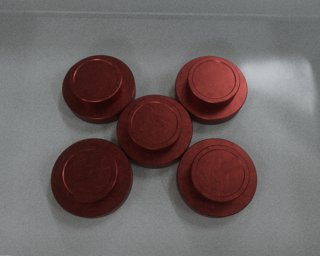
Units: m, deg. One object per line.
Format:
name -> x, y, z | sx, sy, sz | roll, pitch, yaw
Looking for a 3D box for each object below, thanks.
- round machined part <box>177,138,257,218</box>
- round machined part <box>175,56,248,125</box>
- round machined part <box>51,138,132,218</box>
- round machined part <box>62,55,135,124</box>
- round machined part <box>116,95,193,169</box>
round machined part -> 0.070, 0.058, 0.379 | 0.099, 0.042, 0.098 | 0, 70, -1
round machined part -> 0.070, -0.057, 0.421 | 0.099, 0.042, 0.098 | 0, 70, -1
round machined part -> -0.084, 0.059, 0.377 | 0.099, 0.042, 0.098 | 0, 70, -1
round machined part -> -0.083, -0.058, 0.419 | 0.099, 0.042, 0.098 | 0, 70, -1
round machined part -> -0.007, 0.000, 0.398 | 0.099, 0.042, 0.098 | 0, 70, -1
